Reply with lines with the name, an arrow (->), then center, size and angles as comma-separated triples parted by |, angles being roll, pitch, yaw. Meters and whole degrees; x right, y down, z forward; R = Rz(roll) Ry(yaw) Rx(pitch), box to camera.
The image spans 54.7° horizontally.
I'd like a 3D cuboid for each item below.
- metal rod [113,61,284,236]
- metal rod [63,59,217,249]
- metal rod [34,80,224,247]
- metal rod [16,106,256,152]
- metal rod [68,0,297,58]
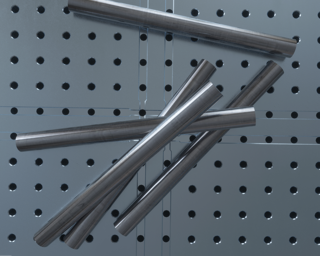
metal rod -> 0.052, 0.027, 0.414 | 0.025, 0.025, 0.300 | 44, 90, -1
metal rod -> -0.026, 0.034, 0.413 | 0.025, 0.025, 0.300 | 38, 90, -1
metal rod -> -0.047, 0.052, 0.378 | 0.300, 0.025, 0.025 | -41, 91, 13
metal rod -> -0.036, 0.002, 0.391 | 0.301, 0.025, 0.025 | -7, 90, 8
metal rod -> 0.030, -0.137, 0.413 | 0.302, 0.025, 0.025 | 12, 90, -1
